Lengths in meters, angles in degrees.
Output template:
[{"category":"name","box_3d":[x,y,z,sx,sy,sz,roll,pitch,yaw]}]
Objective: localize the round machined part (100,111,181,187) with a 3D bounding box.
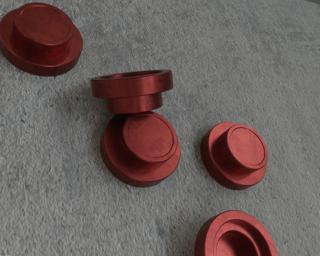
[{"category":"round machined part","box_3d":[-0.018,0.018,0.372,0.099,0.042,0.098,14,56,-21]}]

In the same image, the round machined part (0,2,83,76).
[{"category":"round machined part","box_3d":[-0.145,-0.116,0.385,0.099,0.042,0.098,14,56,-21]}]

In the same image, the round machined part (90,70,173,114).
[{"category":"round machined part","box_3d":[-0.033,-0.045,0.379,0.099,0.098,0.042,-16,107,-34]}]

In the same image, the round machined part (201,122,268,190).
[{"category":"round machined part","box_3d":[0.109,0.033,0.431,0.099,0.042,0.098,14,56,-21]}]

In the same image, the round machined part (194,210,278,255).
[{"category":"round machined part","box_3d":[0.081,0.146,0.347,0.099,0.042,0.098,14,56,-21]}]
